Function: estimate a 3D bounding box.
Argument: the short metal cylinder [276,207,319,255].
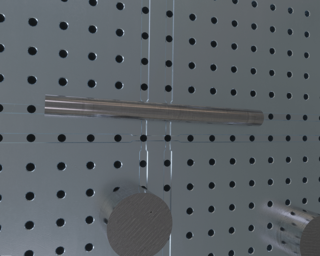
[{"bbox_3d":[0.232,0.171,0.485,0.081,0.050,0.079,0,90,-20],"label":"short metal cylinder"}]

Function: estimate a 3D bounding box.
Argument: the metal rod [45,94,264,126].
[{"bbox_3d":[0.007,-0.021,0.415,0.302,0.025,0.025,2,89,-20],"label":"metal rod"}]

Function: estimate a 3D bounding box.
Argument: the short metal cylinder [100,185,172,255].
[{"bbox_3d":[-0.031,0.116,0.388,0.081,0.050,0.079,0,90,-20],"label":"short metal cylinder"}]
